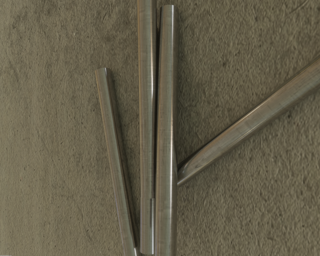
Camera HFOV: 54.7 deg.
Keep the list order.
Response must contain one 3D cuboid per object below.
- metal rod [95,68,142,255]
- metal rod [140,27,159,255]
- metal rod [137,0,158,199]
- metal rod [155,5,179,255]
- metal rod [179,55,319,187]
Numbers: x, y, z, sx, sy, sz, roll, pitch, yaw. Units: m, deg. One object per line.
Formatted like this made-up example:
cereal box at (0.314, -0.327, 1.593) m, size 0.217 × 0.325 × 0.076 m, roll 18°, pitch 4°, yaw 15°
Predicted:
metal rod at (-0.061, 0.057, 0.455) m, size 0.025 × 0.025 × 0.298 m, roll -17°, pitch 79°, yaw 39°
metal rod at (-0.014, 0.016, 0.416) m, size 0.025 × 0.025 × 0.298 m, roll 0°, pitch 90°, yaw 40°
metal rod at (-0.015, -0.063, 0.390) m, size 0.025 × 0.025 × 0.298 m, roll -1°, pitch 90°, yaw 40°
metal rod at (0.009, -0.003, 0.373) m, size 0.025 × 0.025 × 0.298 m, roll -6°, pitch 79°, yaw 40°
metal rod at (0.114, -0.022, 0.310) m, size 0.299 × 0.025 × 0.025 m, roll -42°, pitch 65°, yaw 31°
